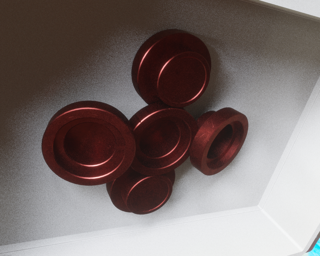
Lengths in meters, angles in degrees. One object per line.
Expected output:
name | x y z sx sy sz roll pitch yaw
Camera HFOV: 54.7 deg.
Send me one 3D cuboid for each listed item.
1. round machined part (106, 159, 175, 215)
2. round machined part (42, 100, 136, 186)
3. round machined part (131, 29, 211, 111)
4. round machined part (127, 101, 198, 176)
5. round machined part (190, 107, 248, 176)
round machined part | -0.022 0.082 0.434 0.099 0.042 0.097 -14 124 -21
round machined part | -0.078 0.014 0.351 0.099 0.042 0.097 -4 117 -7
round machined part | 0.019 -0.063 0.367 0.099 0.042 0.097 -14 124 -21
round machined part | -0.004 0.010 0.398 0.099 0.042 0.097 -14 124 -21
round machined part | 0.076 0.015 0.435 0.099 0.042 0.097 -28 135 -31
